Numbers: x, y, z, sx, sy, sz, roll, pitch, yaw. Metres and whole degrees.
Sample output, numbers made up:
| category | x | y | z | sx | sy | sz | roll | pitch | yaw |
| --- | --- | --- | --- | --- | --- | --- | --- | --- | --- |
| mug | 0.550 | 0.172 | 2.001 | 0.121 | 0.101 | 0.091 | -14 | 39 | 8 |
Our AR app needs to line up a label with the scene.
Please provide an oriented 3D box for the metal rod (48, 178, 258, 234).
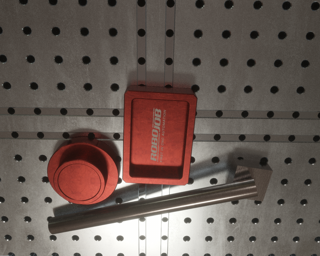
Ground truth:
| category | x | y | z | sx | sy | sz | roll | pitch | yaw |
| --- | --- | --- | --- | --- | --- | --- | --- | --- | --- |
| metal rod | -0.017 | 0.113 | 0.440 | 0.301 | 0.025 | 0.025 | -13 | 110 | 10 |

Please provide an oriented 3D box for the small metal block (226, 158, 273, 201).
| category | x | y | z | sx | sy | sz | roll | pitch | yaw |
| --- | --- | --- | --- | --- | --- | --- | --- | --- | --- |
| small metal block | 0.126 | 0.074 | 0.442 | 0.050 | 0.025 | 0.050 | 9 | 110 | -4 |

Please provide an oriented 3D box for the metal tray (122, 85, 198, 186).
| category | x | y | z | sx | sy | sz | roll | pitch | yaw |
| --- | --- | --- | --- | --- | --- | --- | --- | --- | --- |
| metal tray | -0.002 | 0.012 | 0.414 | 0.091 | 0.030 | 0.129 | 3 | 110 | -2 |

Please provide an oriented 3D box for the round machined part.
| category | x | y | z | sx | sy | sz | roll | pitch | yaw |
| --- | --- | --- | --- | --- | --- | --- | --- | --- | --- |
| round machined part | -0.106 | 0.065 | 0.427 | 0.099 | 0.042 | 0.097 | 0 | 110 | -1 |
